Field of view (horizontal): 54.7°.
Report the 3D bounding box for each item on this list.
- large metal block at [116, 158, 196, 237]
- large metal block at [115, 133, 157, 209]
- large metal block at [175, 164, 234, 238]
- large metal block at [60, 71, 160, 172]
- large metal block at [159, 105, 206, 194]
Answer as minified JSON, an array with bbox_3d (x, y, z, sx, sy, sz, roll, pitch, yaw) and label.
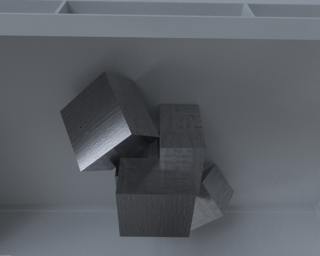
[{"bbox_3d":[-0.005,0.080,0.353,0.081,0.050,0.079,1,130,-1],"label":"large metal block"},{"bbox_3d":[-0.029,0.063,0.424,0.050,0.080,0.079,1,130,-1],"label":"large metal block"},{"bbox_3d":[0.053,0.103,0.449,0.080,0.080,0.050,-34,87,25],"label":"large metal block"},{"bbox_3d":[-0.059,-0.005,0.357,0.080,0.080,0.050,-35,157,26],"label":"large metal block"},{"bbox_3d":[0.024,0.027,0.392,0.050,0.080,0.079,1,130,-1],"label":"large metal block"}]
